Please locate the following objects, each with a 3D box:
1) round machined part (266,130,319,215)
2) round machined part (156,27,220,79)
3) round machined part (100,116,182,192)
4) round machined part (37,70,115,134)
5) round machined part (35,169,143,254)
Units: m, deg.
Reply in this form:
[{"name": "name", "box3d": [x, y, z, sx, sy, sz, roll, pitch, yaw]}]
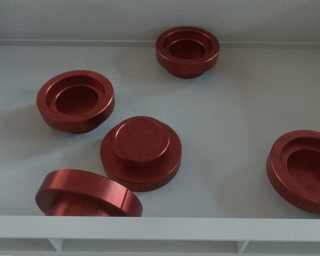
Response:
[{"name": "round machined part", "box3d": [0.170, 0.053, 0.351, 0.099, 0.042, 0.098, 0, 50, 0]}, {"name": "round machined part", "box3d": [0.043, -0.116, 0.491, 0.099, 0.042, 0.098, 0, 50, 0]}, {"name": "round machined part", "box3d": [-0.023, 0.024, 0.374, 0.099, 0.042, 0.098, 0, 50, 0]}, {"name": "round machined part", "box3d": [-0.110, -0.031, 0.419, 0.099, 0.042, 0.098, 0, 50, 0]}, {"name": "round machined part", "box3d": [-0.069, 0.083, 0.287, 0.098, 0.097, 0.042, 10, 51, 8]}]
